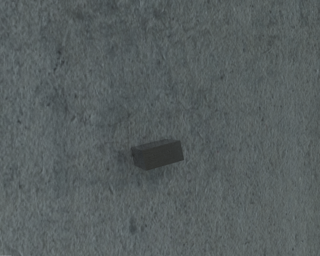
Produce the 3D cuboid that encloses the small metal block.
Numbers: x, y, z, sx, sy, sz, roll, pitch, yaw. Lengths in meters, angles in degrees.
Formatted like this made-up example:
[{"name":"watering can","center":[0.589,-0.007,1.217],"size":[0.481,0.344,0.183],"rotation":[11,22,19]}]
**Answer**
[{"name":"small metal block","center":[-0.004,0.033,0.395],"size":[0.050,0.050,0.025],"rotation":[-13,95,-20]}]
